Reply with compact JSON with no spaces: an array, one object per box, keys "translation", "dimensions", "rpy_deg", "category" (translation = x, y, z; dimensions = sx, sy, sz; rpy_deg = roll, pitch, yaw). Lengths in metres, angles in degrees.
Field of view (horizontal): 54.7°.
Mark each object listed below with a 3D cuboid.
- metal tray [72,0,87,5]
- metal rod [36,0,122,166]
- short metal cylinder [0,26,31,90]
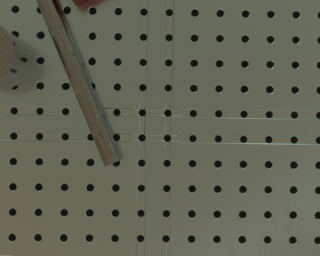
[{"translation":[-0.080,-0.237,0.409],"dimensions":[0.130,0.030,0.090],"rpy_deg":[-29,90,-1],"category":"metal tray"},{"translation":[-0.119,-0.092,0.411],"dimensions":[0.025,0.025,0.299],"rpy_deg":[-22,90,0],"category":"metal rod"},{"translation":[-0.216,-0.091,0.398],"dimensions":[0.081,0.050,0.079],"rpy_deg":[0,90,-1],"category":"short metal cylinder"}]
